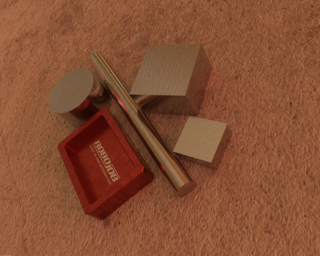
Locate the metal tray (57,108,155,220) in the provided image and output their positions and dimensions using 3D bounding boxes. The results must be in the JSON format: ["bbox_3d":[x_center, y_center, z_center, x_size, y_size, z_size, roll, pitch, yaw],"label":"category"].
[{"bbox_3d":[-0.077,0.043,0.414,0.090,0.030,0.130,-39,51,1],"label":"metal tray"}]

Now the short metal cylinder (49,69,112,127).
[{"bbox_3d":[-0.122,-0.045,0.479,0.080,0.050,0.080,-13,56,20],"label":"short metal cylinder"}]

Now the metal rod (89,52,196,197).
[{"bbox_3d":[-0.040,-0.025,0.440,0.025,0.025,0.300,-38,51,2],"label":"metal rod"}]

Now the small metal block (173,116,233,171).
[{"bbox_3d":[0.051,0.017,0.368,0.050,0.025,0.050,14,69,33],"label":"small metal block"}]

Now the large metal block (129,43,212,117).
[{"bbox_3d":[0.017,-0.064,0.419,0.080,0.050,0.080,5,64,30],"label":"large metal block"}]
